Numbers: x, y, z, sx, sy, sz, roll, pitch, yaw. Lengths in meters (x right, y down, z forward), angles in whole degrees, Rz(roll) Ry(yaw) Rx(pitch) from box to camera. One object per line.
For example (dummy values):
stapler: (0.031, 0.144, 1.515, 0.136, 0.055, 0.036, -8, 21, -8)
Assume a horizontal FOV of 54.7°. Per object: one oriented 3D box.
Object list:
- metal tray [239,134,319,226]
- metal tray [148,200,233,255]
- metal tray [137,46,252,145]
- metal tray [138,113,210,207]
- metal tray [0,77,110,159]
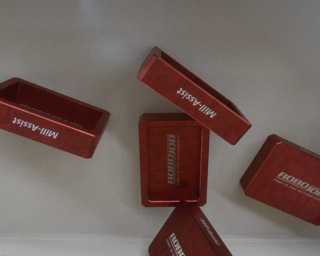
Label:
metal tray: (0.193, 0.075, 0.438, 0.131, 0.030, 0.089, 24, 108, -9)
metal tray: (0.035, 0.160, 0.374, 0.030, 0.130, 0.090, 29, 99, -24)
metal tray: (0.038, -0.041, 0.361, 0.130, 0.090, 0.030, 34, 107, -12)
metal tray: (0.019, 0.045, 0.425, 0.091, 0.030, 0.129, -1, 110, 0)
metal tray: (-0.131, -0.015, 0.369, 0.131, 0.090, 0.030, 21, 109, -8)
